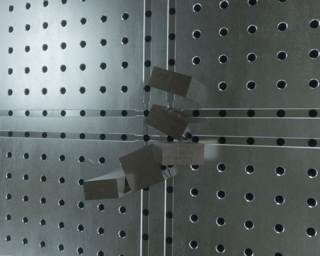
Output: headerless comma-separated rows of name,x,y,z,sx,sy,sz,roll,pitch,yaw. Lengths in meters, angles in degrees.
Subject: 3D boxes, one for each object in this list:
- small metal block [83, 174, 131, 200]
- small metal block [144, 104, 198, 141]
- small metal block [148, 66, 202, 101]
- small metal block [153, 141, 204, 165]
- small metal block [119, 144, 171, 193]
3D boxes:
small metal block,-0.068,0.080,0.424,0.050,0.050,0.025,-8,87,20
small metal block,0.016,-0.007,0.394,0.050,0.050,0.025,28,99,18
small metal block,0.020,-0.056,0.393,0.050,0.050,0.025,19,97,19
small metal block,0.022,0.030,0.382,0.050,0.050,0.025,1,91,-14
small metal block,-0.021,0.054,0.420,0.050,0.025,0.050,-25,82,18
